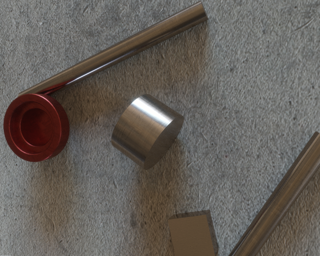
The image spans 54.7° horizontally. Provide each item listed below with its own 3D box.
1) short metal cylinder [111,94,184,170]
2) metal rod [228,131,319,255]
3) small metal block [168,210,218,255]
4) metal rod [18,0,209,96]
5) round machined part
[{"bbox_3d":[-0.014,0.005,0.384,0.050,0.080,0.080,35,101,16],"label":"short metal cylinder"},{"bbox_3d":[0.109,0.137,0.370,0.025,0.025,0.299,34,100,16],"label":"metal rod"},{"bbox_3d":[0.042,0.135,0.394,0.050,0.025,0.050,-13,86,19],"label":"small metal block"},{"bbox_3d":[-0.077,-0.096,0.434,0.300,0.025,0.025,-21,83,18],"label":"metal rod"},{"bbox_3d":[-0.176,-0.001,0.457,0.098,0.042,0.097,2,95,17],"label":"round machined part"}]
